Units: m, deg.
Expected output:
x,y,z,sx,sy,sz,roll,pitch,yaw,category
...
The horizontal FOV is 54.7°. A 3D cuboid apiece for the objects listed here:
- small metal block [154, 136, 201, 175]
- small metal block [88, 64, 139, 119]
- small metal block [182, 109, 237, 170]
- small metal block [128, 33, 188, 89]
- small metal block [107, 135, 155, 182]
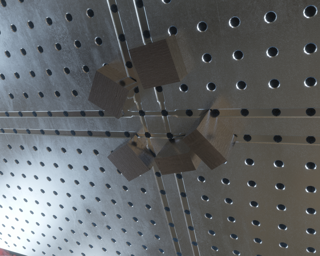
x,y,z,sx,sy,sz,roll,pitch,yaw,category
0.028,0.033,0.400,0.050,0.050,0.025,-14,111,33,small metal block
-0.063,-0.048,0.413,0.050,0.025,0.050,32,128,7,small metal block
0.061,0.013,0.370,0.050,0.050,0.025,46,129,-4,small metal block
-0.002,-0.077,0.363,0.050,0.025,0.050,-8,115,31,small metal block
-0.041,0.045,0.460,0.050,0.025,0.050,-34,100,38,small metal block
